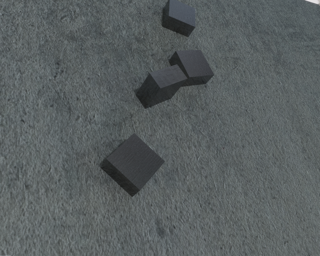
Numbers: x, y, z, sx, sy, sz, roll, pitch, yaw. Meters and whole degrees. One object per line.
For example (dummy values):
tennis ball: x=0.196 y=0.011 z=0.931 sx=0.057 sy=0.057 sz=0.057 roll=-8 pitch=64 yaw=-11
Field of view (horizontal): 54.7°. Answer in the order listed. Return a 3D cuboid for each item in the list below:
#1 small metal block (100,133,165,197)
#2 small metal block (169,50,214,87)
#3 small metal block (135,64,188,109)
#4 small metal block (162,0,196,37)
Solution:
small metal block: x=-0.031 y=0.042 z=0.361 sx=0.050 sy=0.025 sz=0.050 roll=43 pitch=51 yaw=1
small metal block: x=0.049 y=-0.095 z=0.488 sx=0.050 sy=0.025 sz=0.050 roll=-12 pitch=68 yaw=-33
small metal block: x=0.002 y=-0.056 z=0.423 sx=0.050 sy=0.050 sz=0.025 roll=-25 pitch=76 yaw=-37
small metal block: x=0.033 y=-0.193 z=0.539 sx=0.050 sy=0.025 sz=0.050 roll=16 pitch=55 yaw=-19
